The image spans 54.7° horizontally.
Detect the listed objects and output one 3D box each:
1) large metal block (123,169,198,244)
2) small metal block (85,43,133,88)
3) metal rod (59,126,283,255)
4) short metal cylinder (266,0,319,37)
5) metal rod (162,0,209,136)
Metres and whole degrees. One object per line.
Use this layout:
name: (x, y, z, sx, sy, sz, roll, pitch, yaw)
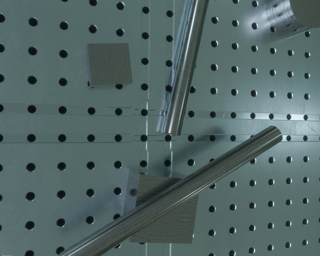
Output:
large metal block: (0.000, 0.100, 0.399, 0.081, 0.050, 0.080, 9, 87, -20)
small metal block: (-0.064, -0.078, 0.389, 0.050, 0.025, 0.050, -7, 92, -20)
metal rod: (0.028, 0.075, 0.369, 0.302, 0.025, 0.025, -28, 99, -18)
short metal cylinder: (0.213, -0.186, 0.477, 0.081, 0.050, 0.080, 0, 90, -20)
metal rod: (0.047, -0.137, 0.429, 0.025, 0.025, 0.298, 14, 85, -20)
